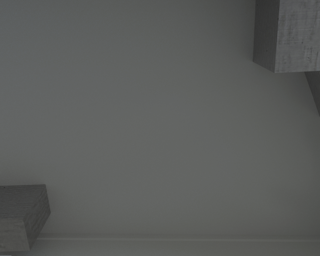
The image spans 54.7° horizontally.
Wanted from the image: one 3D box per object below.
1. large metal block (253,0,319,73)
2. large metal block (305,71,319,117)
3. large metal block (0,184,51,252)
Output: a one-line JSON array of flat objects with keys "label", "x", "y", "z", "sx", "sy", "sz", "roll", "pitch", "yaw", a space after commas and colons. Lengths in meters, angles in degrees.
[{"label": "large metal block", "x": 0.141, "y": -0.109, "z": 0.343, "sx": 0.050, "sy": 0.080, "sz": 0.079, "roll": -3, "pitch": 110, "yaw": 1}, {"label": "large metal block", "x": 0.222, "y": -0.045, "z": 0.367, "sx": 0.050, "sy": 0.080, "sz": 0.080, "roll": -25, "pitch": 108, "yaw": 9}, {"label": "large metal block", "x": -0.207, "y": 0.121, "z": 0.425, "sx": 0.080, "sy": 0.080, "sz": 0.050, "roll": -2, "pitch": 110, "yaw": 0}]
